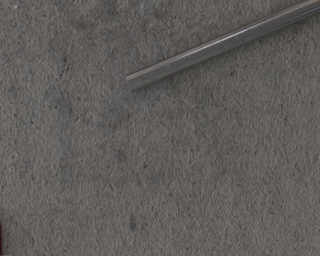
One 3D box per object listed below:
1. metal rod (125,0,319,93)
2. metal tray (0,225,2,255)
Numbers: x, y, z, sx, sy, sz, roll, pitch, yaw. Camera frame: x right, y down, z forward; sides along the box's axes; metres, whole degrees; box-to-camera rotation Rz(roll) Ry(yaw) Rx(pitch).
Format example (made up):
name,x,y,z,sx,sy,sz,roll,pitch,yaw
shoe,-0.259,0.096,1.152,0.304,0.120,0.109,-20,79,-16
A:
name,x,y,z,sx,sy,sz,roll,pitch,yaw
metal rod,0.098,-0.117,0.410,0.301,0.025,0.025,-23,90,0
metal tray,-0.279,0.174,0.405,0.131,0.030,0.089,-3,90,0
